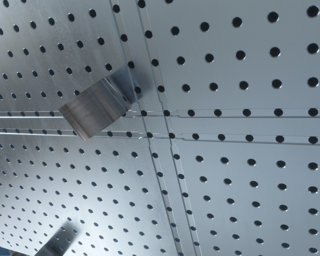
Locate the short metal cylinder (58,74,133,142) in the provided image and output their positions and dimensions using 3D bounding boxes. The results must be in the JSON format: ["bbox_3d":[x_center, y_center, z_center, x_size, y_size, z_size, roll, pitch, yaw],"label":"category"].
[{"bbox_3d":[-0.083,-0.026,0.403,0.080,0.080,0.050,-27,104,37],"label":"short metal cylinder"}]

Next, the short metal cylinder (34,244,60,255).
[{"bbox_3d":[-0.276,0.318,0.718,0.050,0.080,0.080,41,129,0],"label":"short metal cylinder"}]
